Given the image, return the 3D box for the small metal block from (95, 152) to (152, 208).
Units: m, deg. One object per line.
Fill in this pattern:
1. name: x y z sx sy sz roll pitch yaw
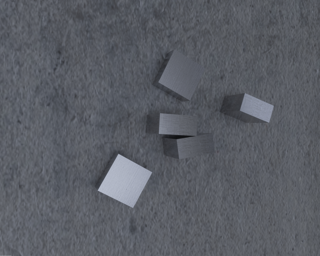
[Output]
1. small metal block: -0.046 0.065 0.393 0.050 0.025 0.050 32 80 -18

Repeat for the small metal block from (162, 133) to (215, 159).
1. small metal block: 0.037 0.022 0.411 0.050 0.050 0.025 -8 94 -20

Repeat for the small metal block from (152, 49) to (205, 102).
1. small metal block: 0.025 -0.070 0.419 0.050 0.025 0.050 28 81 -18

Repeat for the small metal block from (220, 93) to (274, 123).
1. small metal block: 0.123 -0.027 0.443 0.050 0.050 0.025 20 84 -19

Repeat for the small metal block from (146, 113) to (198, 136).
1. small metal block: 0.014 -0.004 0.402 0.050 0.050 0.025 4 89 -20
